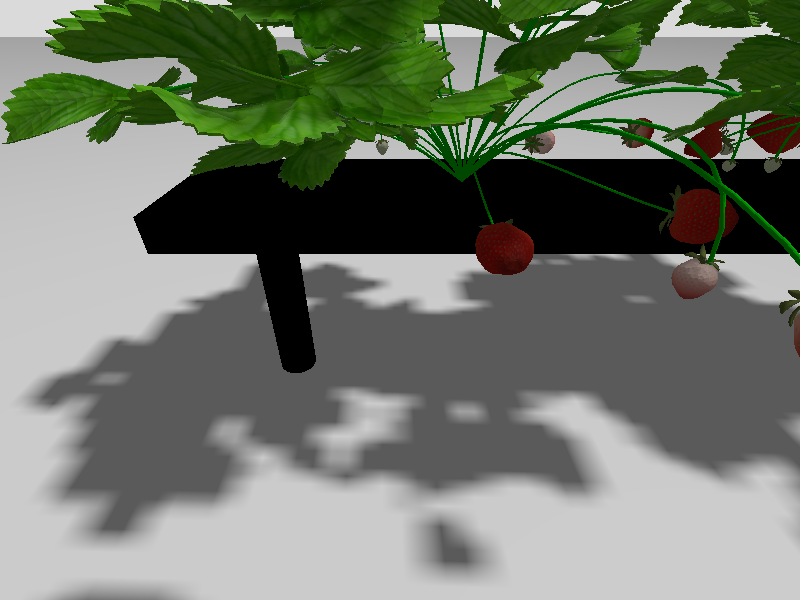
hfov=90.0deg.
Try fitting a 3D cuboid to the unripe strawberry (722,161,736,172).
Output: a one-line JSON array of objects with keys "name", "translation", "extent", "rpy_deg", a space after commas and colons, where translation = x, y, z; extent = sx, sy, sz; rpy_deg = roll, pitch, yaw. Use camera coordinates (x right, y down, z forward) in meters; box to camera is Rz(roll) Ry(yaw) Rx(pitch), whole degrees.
[{"name": "unripe strawberry", "translation": [0.296, -0.120, 0.360], "extent": [0.010, 0.010, 0.009], "rpy_deg": [-2, 35, -3]}]

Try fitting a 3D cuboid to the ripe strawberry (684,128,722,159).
[{"name": "ripe strawberry", "translation": [0.305, -0.156, 0.403], "extent": [0.032, 0.031, 0.029], "rpy_deg": [-9, 29, 28]}]

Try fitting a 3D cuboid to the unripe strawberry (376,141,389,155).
[{"name": "unripe strawberry", "translation": [-0.018, -0.157, 0.414], "extent": [0.012, 0.013, 0.013], "rpy_deg": [-28, 43, -34]}]

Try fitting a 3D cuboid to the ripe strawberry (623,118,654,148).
[{"name": "ripe strawberry", "translation": [0.261, -0.181, 0.435], "extent": [0.030, 0.031, 0.027], "rpy_deg": [-17, 38, -23]}]

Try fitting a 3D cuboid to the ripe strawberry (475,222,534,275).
[{"name": "ripe strawberry", "translation": [0.057, -0.026, 0.214], "extent": [0.032, 0.027, 0.032], "rpy_deg": [0, 35, -1]}]

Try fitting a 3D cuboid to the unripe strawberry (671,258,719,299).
[{"name": "unripe strawberry", "translation": [0.148, -0.010, 0.201], "extent": [0.022, 0.022, 0.019], "rpy_deg": [-17, 38, -22]}]

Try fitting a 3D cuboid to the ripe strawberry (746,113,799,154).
[{"name": "ripe strawberry", "translation": [0.399, -0.181, 0.424], "extent": [0.048, 0.047, 0.045], "rpy_deg": [28, 44, 35]}]

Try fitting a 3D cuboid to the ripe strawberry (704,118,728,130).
[{"name": "ripe strawberry", "translation": [0.397, -0.226, 0.505], "extent": [0.027, 0.023, 0.027], "rpy_deg": [-18, 38, -24]}]

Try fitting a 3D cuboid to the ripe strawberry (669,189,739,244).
[{"name": "ripe strawberry", "translation": [0.183, -0.049, 0.242], "extent": [0.033, 0.034, 0.030], "rpy_deg": [29, 44, 34]}]

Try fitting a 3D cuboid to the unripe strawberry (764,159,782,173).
[{"name": "unripe strawberry", "translation": [0.308, -0.111, 0.331], "extent": [0.011, 0.011, 0.011], "rpy_deg": [-2, 35, -4]}]

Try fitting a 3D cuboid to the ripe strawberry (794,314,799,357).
[{"name": "ripe strawberry", "translation": [0.178, 0.015, 0.146], "extent": [0.042, 0.046, 0.044], "rpy_deg": [-17, -37, -22]}]

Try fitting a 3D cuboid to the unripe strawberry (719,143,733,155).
[{"name": "unripe strawberry", "translation": [0.339, -0.157, 0.417], "extent": [0.011, 0.012, 0.010], "rpy_deg": [-35, 10, 42]}]

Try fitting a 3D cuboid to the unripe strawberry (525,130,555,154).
[{"name": "unripe strawberry", "translation": [0.147, -0.166, 0.417], "extent": [0.031, 0.026, 0.031], "rpy_deg": [-28, 43, -35]}]
